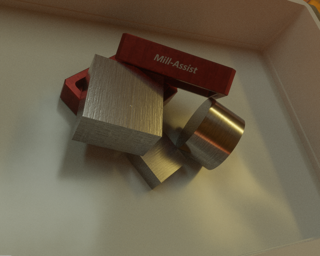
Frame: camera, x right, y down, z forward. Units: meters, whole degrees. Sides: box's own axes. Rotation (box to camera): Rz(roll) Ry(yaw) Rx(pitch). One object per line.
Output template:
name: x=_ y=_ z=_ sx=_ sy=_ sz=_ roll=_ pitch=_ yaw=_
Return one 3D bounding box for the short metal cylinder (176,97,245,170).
short metal cylinder: x=0.064 y=0.007 z=0.401 sx=0.050 sy=0.080 sz=0.080 roll=34 pitch=51 yaw=-6

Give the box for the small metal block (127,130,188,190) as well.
small metal block: x=-0.003 y=0.038 z=0.380 sx=0.050 sy=0.025 sz=0.050 roll=-33 pitch=80 yaw=-38

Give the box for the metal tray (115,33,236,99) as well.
metal tray: x=0.017 y=-0.071 z=0.379 sx=0.131 sy=0.090 sz=0.030 roll=18 pitch=92 yaw=-1

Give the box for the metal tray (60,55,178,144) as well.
metal tray: x=-0.049 y=-0.047 z=0.403 sx=0.090 sy=0.030 sz=0.131 roll=47 pitch=51 yaw=4

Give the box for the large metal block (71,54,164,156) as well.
large metal block: x=-0.044 y=-0.023 z=0.338 sx=0.081 sy=0.050 sz=0.080 roll=15 pitch=56 yaw=-20
